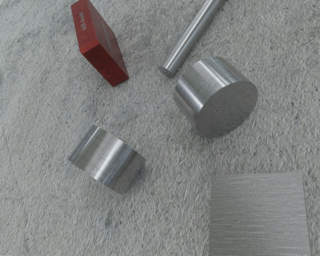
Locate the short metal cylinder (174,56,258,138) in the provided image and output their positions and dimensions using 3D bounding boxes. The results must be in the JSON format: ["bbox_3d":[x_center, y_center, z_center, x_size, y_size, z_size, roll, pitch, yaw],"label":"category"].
[{"bbox_3d":[0.063,-0.034,0.357,0.080,0.080,0.050,-37,51,4],"label":"short metal cylinder"}]

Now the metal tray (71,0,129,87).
[{"bbox_3d":[-0.097,-0.139,0.497,0.030,0.090,0.130,-28,52,11],"label":"metal tray"}]

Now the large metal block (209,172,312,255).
[{"bbox_3d":[0.092,0.089,0.285,0.080,0.050,0.080,-7,59,24],"label":"large metal block"}]

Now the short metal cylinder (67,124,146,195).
[{"bbox_3d":[-0.064,0.039,0.378,0.080,0.080,0.050,25,75,36],"label":"short metal cylinder"}]

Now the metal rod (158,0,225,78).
[{"bbox_3d":[0.089,-0.203,0.481,0.025,0.025,0.300,24,74,36],"label":"metal rod"}]
